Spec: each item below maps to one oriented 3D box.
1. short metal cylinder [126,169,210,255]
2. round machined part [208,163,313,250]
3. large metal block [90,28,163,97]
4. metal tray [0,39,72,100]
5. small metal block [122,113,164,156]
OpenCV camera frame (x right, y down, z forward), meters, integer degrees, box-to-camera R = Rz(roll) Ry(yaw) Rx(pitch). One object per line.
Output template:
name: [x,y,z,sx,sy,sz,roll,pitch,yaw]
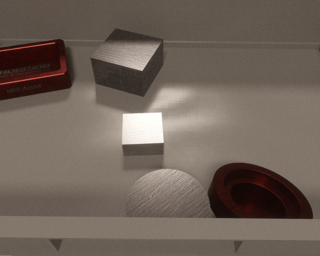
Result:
short metal cylinder: [0.008,0.089,0.314,0.081,0.050,0.080,0,50,0]
round machined part: [0.095,0.081,0.312,0.099,0.042,0.098,11,29,-6]
large metal block: [-0.047,-0.102,0.474,0.080,0.050,0.080,17,52,13]
metal tray: [-0.208,-0.090,0.474,0.131,0.030,0.090,-12,51,-10]
small metal block: [-0.022,0.008,0.398,0.050,0.025,0.050,-2,50,-2]
